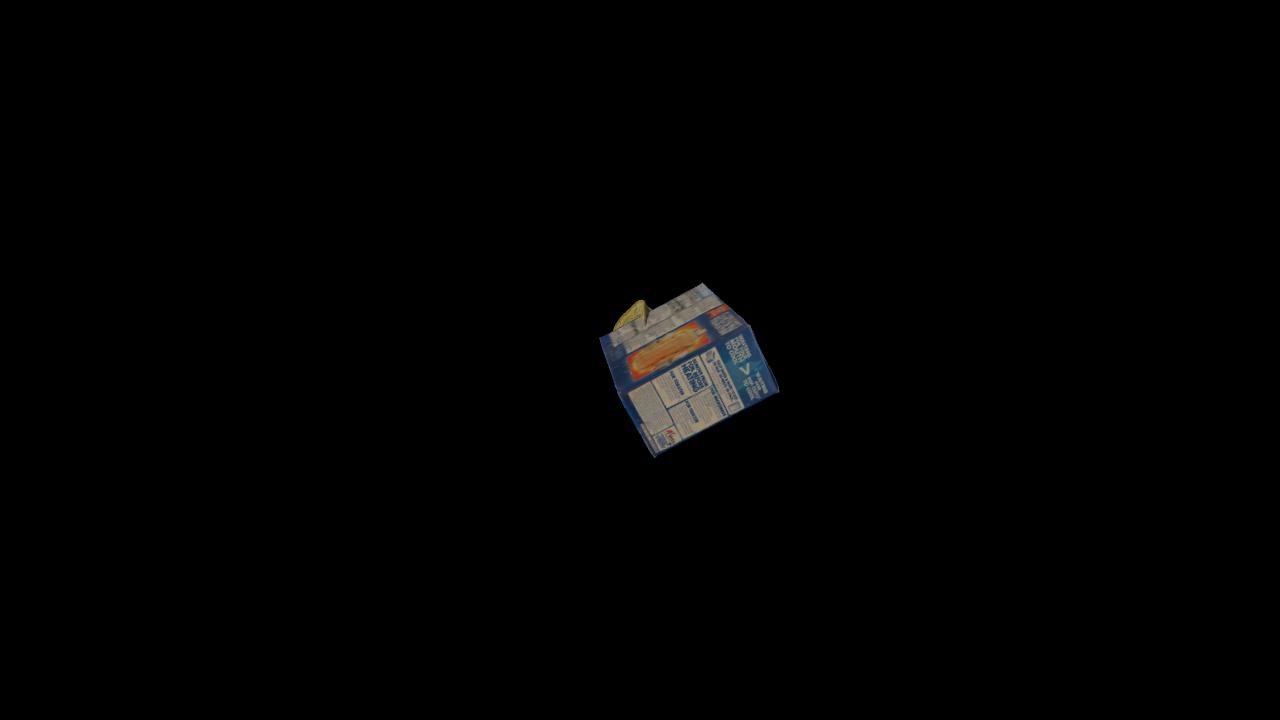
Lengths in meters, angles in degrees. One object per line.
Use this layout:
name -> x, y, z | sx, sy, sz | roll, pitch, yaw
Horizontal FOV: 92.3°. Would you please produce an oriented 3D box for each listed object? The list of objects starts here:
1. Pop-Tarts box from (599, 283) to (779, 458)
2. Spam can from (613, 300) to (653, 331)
Pop-Tarts box -> 0.044, 0.003, 0.656 | 0.141, 0.083, 0.167 | -29, 24, 1
Spam can -> 0.017, -0.009, 0.720 | 0.085, 0.101, 0.058 | 35, -61, -24
